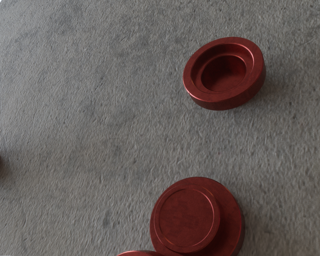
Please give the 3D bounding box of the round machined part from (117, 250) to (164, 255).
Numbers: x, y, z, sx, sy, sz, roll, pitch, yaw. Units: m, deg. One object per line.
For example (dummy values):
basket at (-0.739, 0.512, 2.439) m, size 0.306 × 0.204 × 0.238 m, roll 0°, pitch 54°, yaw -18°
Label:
round machined part at (-0.013, 0.167, 0.289) m, size 0.098 × 0.042 × 0.098 m, roll -11°, pitch 66°, yaw 28°

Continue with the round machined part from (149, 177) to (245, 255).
round machined part at (0.033, 0.096, 0.316) m, size 0.098 × 0.042 × 0.098 m, roll -13°, pitch 56°, yaw 20°

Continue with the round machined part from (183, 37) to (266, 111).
round machined part at (0.082, -0.063, 0.388) m, size 0.098 × 0.042 × 0.098 m, roll -13°, pitch 56°, yaw 20°
